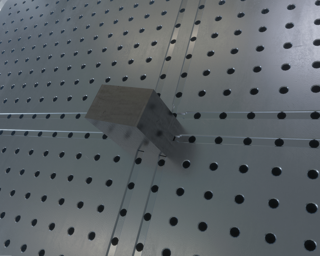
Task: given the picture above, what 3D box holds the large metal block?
[{"bbox_3d":[-0.033,-0.010,0.397,0.080,0.080,0.050,10,67,32],"label":"large metal block"}]
